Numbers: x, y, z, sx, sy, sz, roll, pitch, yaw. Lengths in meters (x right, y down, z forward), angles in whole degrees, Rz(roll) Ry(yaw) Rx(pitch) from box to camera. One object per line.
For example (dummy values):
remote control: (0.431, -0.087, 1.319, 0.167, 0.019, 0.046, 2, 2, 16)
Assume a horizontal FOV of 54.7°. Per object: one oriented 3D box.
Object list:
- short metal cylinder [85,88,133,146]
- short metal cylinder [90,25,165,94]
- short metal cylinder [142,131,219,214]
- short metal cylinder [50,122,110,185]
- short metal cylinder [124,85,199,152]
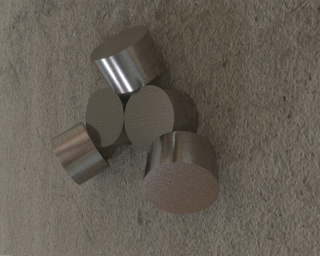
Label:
short metal cylinder: (-0.061, -0.015, 0.440, 0.080, 0.050, 0.080, 0, 90, 40)
short metal cylinder: (-0.041, -0.088, 0.397, 0.080, 0.080, 0.050, 2, 134, 40)
short metal cylinder: (0.023, 0.050, 0.343, 0.080, 0.080, 0.050, -44, 22, 31)
short metal cylinder: (-0.117, 0.037, 0.459, 0.050, 0.080, 0.080, -32, 64, -8)
short metal cylinder: (0.001, -0.011, 0.389, 0.080, 0.050, 0.080, 0, 90, 40)
